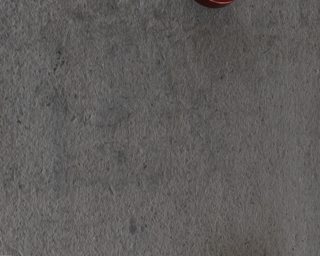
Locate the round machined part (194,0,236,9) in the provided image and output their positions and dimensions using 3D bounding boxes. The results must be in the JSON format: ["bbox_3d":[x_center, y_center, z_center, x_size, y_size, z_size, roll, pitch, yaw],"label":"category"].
[{"bbox_3d":[0.070,-0.214,0.427,0.099,0.042,0.097,0,90,-21],"label":"round machined part"}]
